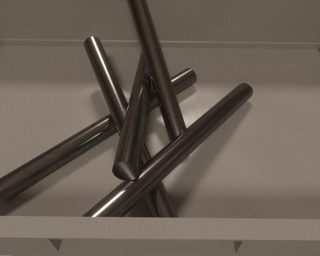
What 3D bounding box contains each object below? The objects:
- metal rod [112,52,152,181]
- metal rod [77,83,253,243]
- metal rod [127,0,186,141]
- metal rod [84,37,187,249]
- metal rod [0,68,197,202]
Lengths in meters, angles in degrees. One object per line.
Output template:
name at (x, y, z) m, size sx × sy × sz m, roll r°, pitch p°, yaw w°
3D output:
metal rod at (-0.024, -0.051, 0.406) m, size 0.025 × 0.025 × 0.300 m, roll 3°, pitch 37°, yaw 2°
metal rod at (0.031, 0.017, 0.358) m, size 0.025 × 0.025 × 0.302 m, roll 32°, pitch 47°, yaw 24°
metal rod at (-0.016, -0.121, 0.419) m, size 0.025 × 0.025 × 0.299 m, roll -14°, pitch 79°, yaw -12°
metal rod at (-0.041, -0.004, 0.379) m, size 0.025 × 0.025 × 0.299 m, roll -18°, pitch 61°, yaw -15°
metal rod at (-0.066, -0.005, 0.407) m, size 0.302 × 0.025 × 0.025 m, roll -34°, pitch 58°, yaw -26°
